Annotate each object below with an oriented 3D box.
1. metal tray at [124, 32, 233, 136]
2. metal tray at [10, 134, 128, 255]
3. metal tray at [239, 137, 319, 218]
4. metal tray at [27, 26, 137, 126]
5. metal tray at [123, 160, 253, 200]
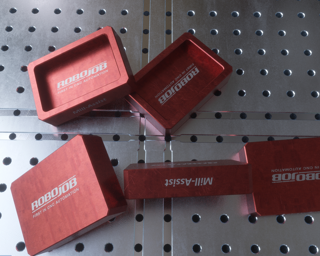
[{"bbox_3d":[0.025,-0.063,0.432,0.130,0.030,0.090,-43,76,-14],"label":"metal tray"},{"bbox_3d":[-0.106,0.076,0.344,0.130,0.030,0.090,-33,70,24],"label":"metal tray"},{"bbox_3d":[0.173,0.060,0.389,0.131,0.030,0.090,-4,70,-2],"label":"metal tray"},{"bbox_3d":[-0.105,-0.068,0.413,0.130,0.030,0.090,-23,71,9],"label":"metal tray"},{"bbox_3d":[0.028,0.056,0.354,0.131,0.090,0.030,-2,87,-1],"label":"metal tray"}]
